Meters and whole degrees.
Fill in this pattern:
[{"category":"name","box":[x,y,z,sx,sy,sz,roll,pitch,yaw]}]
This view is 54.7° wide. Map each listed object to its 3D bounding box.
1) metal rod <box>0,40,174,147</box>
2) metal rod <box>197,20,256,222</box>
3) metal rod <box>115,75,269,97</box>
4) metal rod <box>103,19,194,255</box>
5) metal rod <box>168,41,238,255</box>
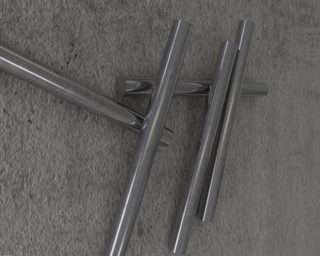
[{"category":"metal rod","box":[-0.098,-0.042,0.322,0.301,0.025,0.025,27,73,-37]},{"category":"metal rod","box":[0.099,-0.010,0.461,0.025,0.025,0.298,12,90,-40]},{"category":"metal rod","box":[0.069,-0.059,0.462,0.302,0.025,0.025,-5,93,-40]},{"category":"metal rod","box":[-0.015,0.020,0.362,0.025,0.025,0.299,18,88,-39]},{"category":"metal rod","box":[0.061,0.024,0.434,0.025,0.025,0.299,18,85,-39]}]
